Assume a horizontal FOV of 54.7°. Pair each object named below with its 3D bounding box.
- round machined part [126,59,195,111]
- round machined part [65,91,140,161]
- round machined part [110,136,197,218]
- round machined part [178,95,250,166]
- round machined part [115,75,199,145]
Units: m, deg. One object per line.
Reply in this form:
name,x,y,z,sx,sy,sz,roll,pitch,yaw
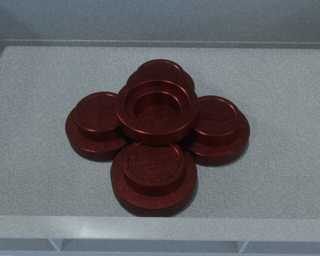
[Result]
round machined part,0.000,-0.061,0.441,0.099,0.042,0.098,0,50,0
round machined part,-0.072,-0.009,0.398,0.099,0.042,0.098,0,50,0
round machined part,-0.007,0.048,0.351,0.099,0.042,0.098,1,48,-1
round machined part,0.065,-0.004,0.394,0.099,0.042,0.098,0,50,0
round machined part,-0.003,-0.017,0.379,0.099,0.042,0.098,0,50,0
